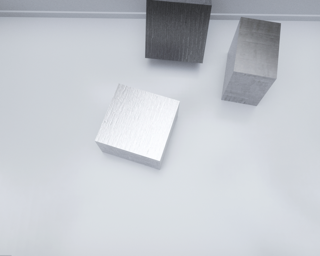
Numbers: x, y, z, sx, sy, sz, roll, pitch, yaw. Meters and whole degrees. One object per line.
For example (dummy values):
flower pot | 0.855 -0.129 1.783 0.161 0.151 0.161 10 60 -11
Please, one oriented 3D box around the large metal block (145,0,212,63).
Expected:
large metal block | 0.024 -0.140 0.424 0.080 0.079 0.050 6 41 2

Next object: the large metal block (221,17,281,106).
large metal block | 0.119 -0.085 0.412 0.050 0.080 0.080 11 70 4

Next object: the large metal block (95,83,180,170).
large metal block | -0.026 -0.001 0.396 0.080 0.050 0.080 17 71 6
